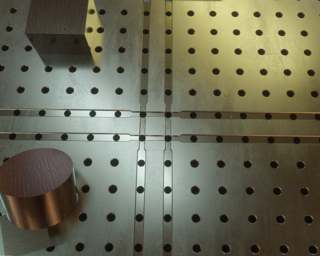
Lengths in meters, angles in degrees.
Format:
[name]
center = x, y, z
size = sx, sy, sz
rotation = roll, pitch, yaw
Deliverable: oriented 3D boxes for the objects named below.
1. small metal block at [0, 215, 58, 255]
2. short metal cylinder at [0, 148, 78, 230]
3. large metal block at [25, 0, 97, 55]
[small metal block]
center = -0.155, 0.122, 0.365
size = 0.050, 0.025, 0.050
rotation = -16, 71, -6
[short metal cylinder]
center = -0.137, 0.067, 0.352
size = 0.081, 0.050, 0.080
rotation = 2, 34, -1
[large metal block]
center = -0.141, -0.156, 0.454
size = 0.081, 0.050, 0.080
rotation = 1, 70, 0
